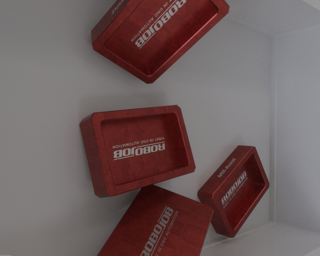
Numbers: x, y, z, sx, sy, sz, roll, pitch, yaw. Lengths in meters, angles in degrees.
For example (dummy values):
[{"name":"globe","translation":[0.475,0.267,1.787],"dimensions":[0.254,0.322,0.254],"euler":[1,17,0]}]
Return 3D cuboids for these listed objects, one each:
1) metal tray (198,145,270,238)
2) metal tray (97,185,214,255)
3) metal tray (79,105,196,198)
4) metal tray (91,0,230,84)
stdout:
[{"name":"metal tray","translation":[0.125,0.100,0.507],"dimensions":[0.131,0.030,0.090],"euler":[-41,115,-32]},{"name":"metal tray","translation":[-0.002,0.123,0.333],"dimensions":[0.131,0.090,0.030],"euler":[-52,157,-54]},{"name":"metal tray","translation":[-0.022,0.023,0.371],"dimensions":[0.131,0.030,0.090],"euler":[-9,82,-40]},{"name":"metal tray","translation":[-0.002,-0.117,0.342],"dimensions":[0.090,0.130,0.030],"euler":[29,33,-37]}]
